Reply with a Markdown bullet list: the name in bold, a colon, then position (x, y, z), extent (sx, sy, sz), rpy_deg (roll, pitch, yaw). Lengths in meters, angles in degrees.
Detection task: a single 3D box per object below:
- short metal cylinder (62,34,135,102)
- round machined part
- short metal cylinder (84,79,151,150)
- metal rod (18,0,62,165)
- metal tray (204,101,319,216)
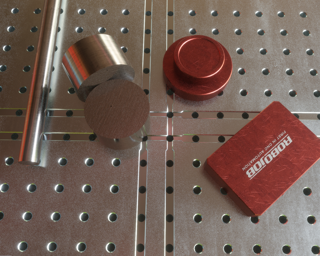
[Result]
- **short metal cylinder**: position (-0.081, -0.077, 0.410), extent (0.080, 0.080, 0.050), rpy_deg (-27, 72, -9)
- **round machined part**: position (0.053, -0.091, 0.436), extent (0.099, 0.042, 0.098), rpy_deg (0, 70, 0)
- **short metal cylinder**: position (-0.053, -0.016, 0.404), extent (0.081, 0.050, 0.080), rpy_deg (0, 70, 0)
- **metal rod**: position (-0.167, -0.096, 0.445), extent (0.025, 0.025, 0.299), rpy_deg (0, 70, 0)
- **metal tray**: position (0.133, 0.038, 0.396), extent (0.130, 0.030, 0.090), rpy_deg (-39, 75, -13)
